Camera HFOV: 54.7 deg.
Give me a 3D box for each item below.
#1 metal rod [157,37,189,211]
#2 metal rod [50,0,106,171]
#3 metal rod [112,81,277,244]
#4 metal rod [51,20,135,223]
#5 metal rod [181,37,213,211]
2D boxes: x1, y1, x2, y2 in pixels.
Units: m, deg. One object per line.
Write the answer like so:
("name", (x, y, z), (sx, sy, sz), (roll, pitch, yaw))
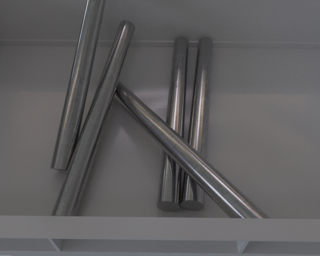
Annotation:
("metal rod", (0.023, -0.030, 0.429), (0.025, 0.025, 0.300), (4, 50, 3))
("metal rod", (-0.098, -0.094, 0.404), (0.025, 0.025, 0.299), (6, 75, 5))
("metal rod", (0.008, 0.012, 0.362), (0.025, 0.025, 0.300), (-27, 45, -21))
("metal rod", (-0.076, -0.031, 0.402), (0.025, 0.025, 0.300), (8, 59, 6))
("metal rod", (0.056, -0.030, 0.430), (0.025, 0.025, 0.300), (6, 50, 5))
